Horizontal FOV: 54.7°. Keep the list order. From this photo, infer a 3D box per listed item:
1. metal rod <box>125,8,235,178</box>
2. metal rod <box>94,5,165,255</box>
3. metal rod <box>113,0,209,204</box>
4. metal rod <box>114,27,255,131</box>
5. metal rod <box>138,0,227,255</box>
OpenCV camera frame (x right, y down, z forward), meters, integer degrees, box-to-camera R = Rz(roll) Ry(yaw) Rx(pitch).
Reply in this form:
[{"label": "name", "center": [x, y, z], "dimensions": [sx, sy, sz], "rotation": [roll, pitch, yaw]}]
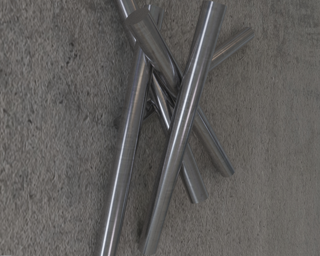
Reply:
[{"label": "metal rod", "center": [0.043, -0.018, 0.392], "dimensions": [0.025, 0.025, 0.300], "rotation": [-60, 139, -22]}, {"label": "metal rod", "center": [-0.036, 0.016, 0.345], "dimensions": [0.025, 0.025, 0.298], "rotation": [10, 93, -40]}, {"label": "metal rod", "center": [-0.004, -0.050, 0.372], "dimensions": [0.025, 0.025, 0.299], "rotation": [-25, 97, -37]}, {"label": "metal rod", "center": [0.052, -0.081, 0.447], "dimensions": [0.302, 0.025, 0.025], "rotation": [-39, 114, -33]}, {"label": "metal rod", "center": [0.019, 0.015, 0.350], "dimensions": [0.025, 0.025, 0.298], "rotation": [0, 112, -40]}]
